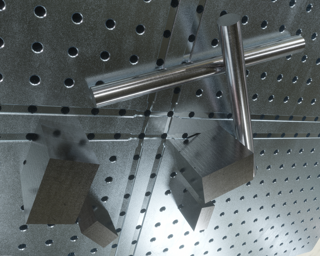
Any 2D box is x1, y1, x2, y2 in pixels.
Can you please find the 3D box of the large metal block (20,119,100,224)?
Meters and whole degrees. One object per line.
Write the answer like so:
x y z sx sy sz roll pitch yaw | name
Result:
-0.114 0.047 0.342 0.050 0.080 0.080 13 112 -34 | large metal block

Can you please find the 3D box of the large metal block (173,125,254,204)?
0.076 0.049 0.448 0.081 0.080 0.050 -22 127 -15 | large metal block

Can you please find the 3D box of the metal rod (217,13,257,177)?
0.116 -0.020 0.439 0.025 0.025 0.299 -31 136 -8 | metal rod

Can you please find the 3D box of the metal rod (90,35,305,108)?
0.062 -0.077 0.396 0.302 0.025 0.025 -18 126 -18 | metal rod

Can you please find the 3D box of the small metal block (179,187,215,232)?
0.060 0.132 0.509 0.025 0.050 0.050 -2 119 -28 | small metal block

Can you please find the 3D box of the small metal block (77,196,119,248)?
-0.088 0.129 0.426 0.025 0.050 0.050 -38 129 -3 | small metal block
